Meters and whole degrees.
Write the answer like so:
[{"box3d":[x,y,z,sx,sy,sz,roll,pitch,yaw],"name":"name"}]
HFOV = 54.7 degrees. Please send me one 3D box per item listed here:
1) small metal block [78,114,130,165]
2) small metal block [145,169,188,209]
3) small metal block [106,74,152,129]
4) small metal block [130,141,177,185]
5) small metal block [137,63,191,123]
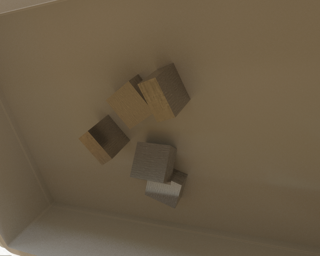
[{"box3d":[-0.079,0.016,0.444,0.025,0.050,0.050,-33,100,38],"name":"small metal block"},{"box3d":[0.009,0.084,0.456,0.050,0.025,0.050,22,127,15],"name":"small metal block"},{"box3d":[-0.034,-0.034,0.406,0.050,0.025,0.050,-32,101,38],"name":"small metal block"},{"box3d":[-0.009,0.048,0.425,0.050,0.025,0.050,6,77,25],"name":"small metal block"},{"box3d":[0.007,-0.042,0.363,0.025,0.050,0.050,-16,110,34],"name":"small metal block"}]
